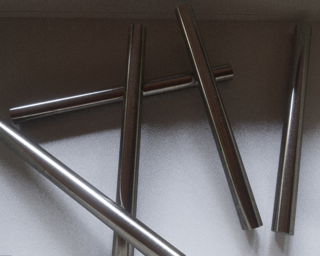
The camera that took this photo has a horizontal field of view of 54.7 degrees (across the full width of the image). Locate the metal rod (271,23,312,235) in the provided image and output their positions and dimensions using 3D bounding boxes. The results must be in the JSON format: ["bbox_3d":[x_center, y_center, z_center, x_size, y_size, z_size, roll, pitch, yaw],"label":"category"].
[{"bbox_3d":[0.179,-0.013,0.415,0.025,0.025,0.299,13,70,4],"label":"metal rod"}]

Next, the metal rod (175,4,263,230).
[{"bbox_3d":[0.071,-0.023,0.398,0.025,0.025,0.299,-14,78,-5],"label":"metal rod"}]

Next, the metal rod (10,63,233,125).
[{"bbox_3d":[-0.048,-0.048,0.426,0.302,0.025,0.025,-12,71,-5],"label":"metal rod"}]

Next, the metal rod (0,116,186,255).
[{"bbox_3d":[-0.102,0.066,0.362,0.300,0.025,0.025,31,73,19],"label":"metal rod"}]

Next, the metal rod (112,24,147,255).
[{"bbox_3d":[-0.037,0.010,0.386,0.025,0.025,0.299,2,77,1],"label":"metal rod"}]
